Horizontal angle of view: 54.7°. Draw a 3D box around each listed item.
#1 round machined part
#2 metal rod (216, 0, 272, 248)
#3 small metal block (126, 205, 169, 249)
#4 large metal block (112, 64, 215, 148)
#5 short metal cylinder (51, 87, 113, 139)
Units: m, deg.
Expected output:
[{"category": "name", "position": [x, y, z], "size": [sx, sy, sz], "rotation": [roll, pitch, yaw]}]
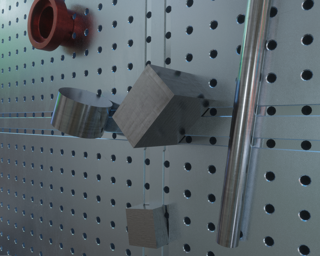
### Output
[{"category": "round machined part", "position": [-0.192, -0.186, 0.554], "size": [0.098, 0.042, 0.097], "rotation": [0, 90, 39]}, {"category": "metal rod", "position": [0.091, -0.020, 0.332], "size": [0.025, 0.025, 0.298], "rotation": [10, 97, 39]}, {"category": "small metal block", "position": [-0.018, 0.133, 0.422], "size": [0.050, 0.025, 0.050], "rotation": [-11, 83, 39]}, {"category": "large metal block", "position": [0.005, -0.023, 0.368], "size": [0.080, 0.081, 0.050], "rotation": [-52, 60, 27]}, {"category": "short metal cylinder", "position": [-0.118, -0.024, 0.468], "size": [0.080, 0.081, 0.050], "rotation": [31, 109, 35]}]
